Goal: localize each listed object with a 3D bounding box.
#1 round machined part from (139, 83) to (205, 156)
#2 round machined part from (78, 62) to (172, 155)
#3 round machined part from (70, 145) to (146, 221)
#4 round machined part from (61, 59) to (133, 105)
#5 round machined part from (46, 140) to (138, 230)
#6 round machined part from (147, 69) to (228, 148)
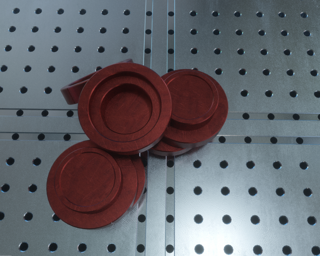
[{"bbox_3d":[0.010,-0.017,0.387,0.099,0.042,0.098,0,70,0],"label":"round machined part"},{"bbox_3d":[-0.036,-0.019,0.341,0.098,0.042,0.098,-1,78,3],"label":"round machined part"},{"bbox_3d":[-0.066,0.057,0.359,0.099,0.042,0.098,0,70,0],"label":"round machined part"},{"bbox_3d":[-0.073,-0.051,0.401,0.098,0.098,0.042,-26,107,-9],"label":"round machined part"},{"bbox_3d":[-0.074,0.059,0.336,0.099,0.042,0.098,0,70,0],"label":"round machined part"},{"bbox_3d":[0.032,-0.029,0.368,0.099,0.042,0.098,0,69,0],"label":"round machined part"}]
